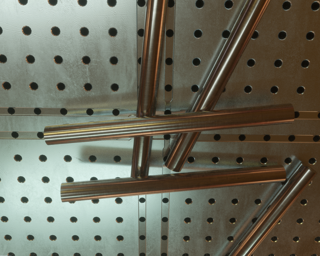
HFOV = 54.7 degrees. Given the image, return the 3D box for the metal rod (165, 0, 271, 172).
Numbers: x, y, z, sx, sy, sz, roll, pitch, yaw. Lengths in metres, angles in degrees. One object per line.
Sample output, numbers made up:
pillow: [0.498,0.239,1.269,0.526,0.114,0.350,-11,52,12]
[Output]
metal rod: [0.079,-0.073,0.387,0.025,0.025,0.298,23,108,-9]

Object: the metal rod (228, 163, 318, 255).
metal rod: [0.139,0.179,0.481,0.025,0.025,0.298,27,108,-10]

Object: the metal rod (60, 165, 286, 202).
metal rod: [0.023,0.074,0.420,0.302,0.025,0.025,-4,110,-8]

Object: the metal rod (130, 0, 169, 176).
metal rod: [-0.014,-0.055,0.393,0.025,0.025,0.298,6,110,-3]

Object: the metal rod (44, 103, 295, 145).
metal rod: [0.010,-0.004,0.384,0.302,0.025,0.025,-5,110,1]
